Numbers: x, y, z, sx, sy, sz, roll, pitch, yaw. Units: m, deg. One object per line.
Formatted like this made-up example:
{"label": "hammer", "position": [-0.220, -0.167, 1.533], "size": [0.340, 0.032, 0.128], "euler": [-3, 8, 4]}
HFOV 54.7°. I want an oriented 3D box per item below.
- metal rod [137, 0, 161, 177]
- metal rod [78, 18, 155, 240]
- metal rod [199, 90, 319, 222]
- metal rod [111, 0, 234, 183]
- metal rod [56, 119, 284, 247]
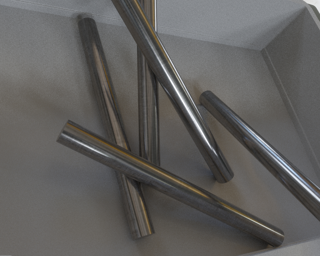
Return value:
{"label": "metal rod", "position": [-0.015, -0.088, 0.373], "size": [0.025, 0.025, 0.298], "euler": [0, 87, -29]}
{"label": "metal rod", "position": [-0.060, -0.016, 0.384], "size": [0.025, 0.025, 0.299], "euler": [-4, 64, -31]}
{"label": "metal rod", "position": [0.132, 0.036, 0.369], "size": [0.025, 0.025, 0.300], "euler": [0, 34, -29]}
{"label": "metal rod", "position": [0.015, -0.052, 0.362], "size": [0.299, 0.025, 0.025], "euler": [58, 47, -22]}
{"label": "metal rod", "position": [0.028, 0.073, 0.354], "size": [0.301, 0.025, 0.025], "euler": [30, 52, -19]}
